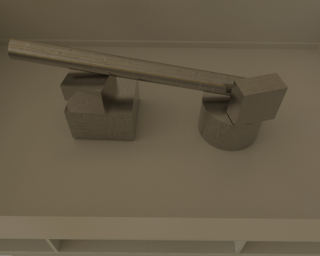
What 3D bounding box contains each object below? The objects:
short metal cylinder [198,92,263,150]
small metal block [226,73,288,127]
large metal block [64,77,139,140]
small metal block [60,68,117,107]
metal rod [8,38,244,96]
[{"bbox_3d":[0.093,-0.018,0.403,0.081,0.050,0.080,0,50,0],"label":"short metal cylinder"},{"bbox_3d":[0.107,-0.031,0.348,0.050,0.050,0.025,-11,51,-10],"label":"small metal block"},{"bbox_3d":[-0.072,-0.032,0.411,0.081,0.050,0.080,2,50,1],"label":"large metal block"},{"bbox_3d":[-0.087,-0.056,0.384,0.050,0.025,0.050,10,50,8],"label":"small metal block"},{"bbox_3d":[-0.023,-0.069,0.369,0.302,0.025,0.025,9,50,-3],"label":"metal rod"}]
